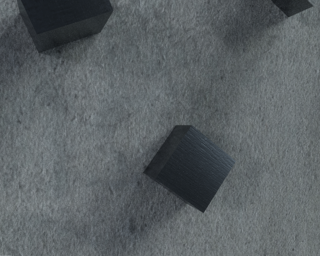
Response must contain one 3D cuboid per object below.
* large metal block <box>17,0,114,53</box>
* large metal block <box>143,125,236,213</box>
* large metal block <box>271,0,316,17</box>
[{"bbox_3d":[-0.106,-0.128,0.341,0.081,0.080,0.050,-26,99,-19],"label":"large metal block"},{"bbox_3d":[0.039,0.052,0.411,0.080,0.050,0.080,38,78,-16],"label":"large metal block"},{"bbox_3d":[0.206,-0.234,0.473,0.080,0.050,0.080,35,79,-17],"label":"large metal block"}]
